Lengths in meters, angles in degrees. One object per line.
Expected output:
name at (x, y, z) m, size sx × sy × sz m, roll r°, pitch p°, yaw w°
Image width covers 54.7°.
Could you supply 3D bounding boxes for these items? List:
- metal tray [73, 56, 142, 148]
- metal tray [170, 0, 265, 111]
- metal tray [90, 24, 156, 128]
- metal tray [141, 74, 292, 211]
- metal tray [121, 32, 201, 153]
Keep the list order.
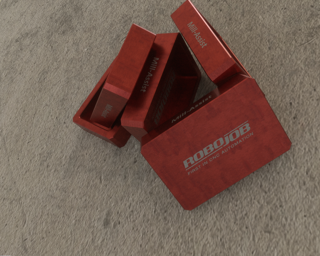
metal tray at (-0.059, -0.044, 0.458) m, size 0.090 × 0.030 × 0.130 m, roll 22°, pitch 73°, yaw 35°
metal tray at (0.069, -0.090, 0.379) m, size 0.030 × 0.090 × 0.130 m, roll -39°, pitch 50°, yaw 20°
metal tray at (-0.051, -0.060, 0.394) m, size 0.130 × 0.030 × 0.090 m, roll -39°, pitch 29°, yaw 66°
metal tray at (0.057, 0.016, 0.323) m, size 0.130 × 0.090 × 0.030 m, roll -34°, pitch 17°, yaw 6°
metal tray at (0.008, -0.040, 0.383) m, size 0.030 × 0.090 × 0.130 m, roll 7°, pitch 65°, yaw 31°
